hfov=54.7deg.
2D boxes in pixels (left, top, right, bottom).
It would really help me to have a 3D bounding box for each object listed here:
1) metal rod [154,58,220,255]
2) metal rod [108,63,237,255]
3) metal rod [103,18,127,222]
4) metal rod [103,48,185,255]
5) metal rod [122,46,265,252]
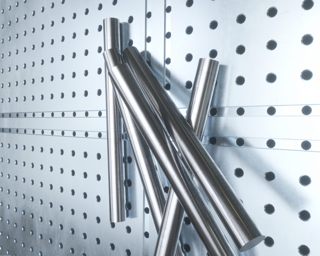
[{"bbox_3d":[0.025,0.067,0.366,0.025,0.025,0.298,15,93,39],"label":"metal rod"},{"bbox_3d":[0.026,0.063,0.339,0.025,0.025,0.299,-33,85,35],"label":"metal rod"},{"bbox_3d":[-0.067,-0.013,0.462,0.025,0.025,0.298,-4,88,39],"label":"metal rod"},{"bbox_3d":[-0.024,0.033,0.415,0.025,0.025,0.299,-25,78,37],"label":"metal rod"},{"bbox_3d":[0.017,-0.005,0.350,0.025,0.025,0.300,-53,46,26],"label":"metal rod"}]
